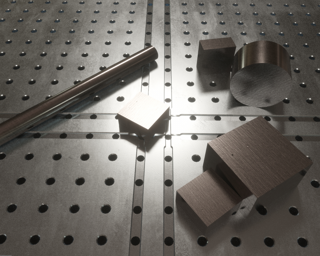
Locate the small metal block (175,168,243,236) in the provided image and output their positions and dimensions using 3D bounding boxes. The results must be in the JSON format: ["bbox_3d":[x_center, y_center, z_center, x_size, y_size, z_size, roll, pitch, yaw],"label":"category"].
[{"bbox_3d":[0.053,0.080,0.341,0.050,0.025,0.050,-29,56,-23],"label":"small metal block"}]

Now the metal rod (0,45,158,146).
[{"bbox_3d":[-0.123,-0.048,0.446,0.302,0.025,0.025,-35,58,-26],"label":"metal rod"}]

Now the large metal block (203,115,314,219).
[{"bbox_3d":[0.108,0.043,0.357,0.081,0.050,0.080,-25,55,-20],"label":"large metal block"}]

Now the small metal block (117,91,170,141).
[{"bbox_3d":[-0.022,-0.017,0.422,0.050,0.025,0.050,28,55,21],"label":"small metal block"}]

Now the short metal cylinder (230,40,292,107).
[{"bbox_3d":[0.142,-0.075,0.437,0.080,0.080,0.050,9,51,7],"label":"short metal cylinder"}]

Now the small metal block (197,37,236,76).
[{"bbox_3d":[0.087,-0.112,0.487,0.050,0.050,0.025,-8,51,-7],"label":"small metal block"}]
